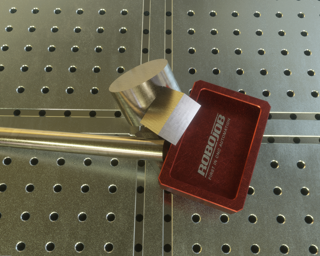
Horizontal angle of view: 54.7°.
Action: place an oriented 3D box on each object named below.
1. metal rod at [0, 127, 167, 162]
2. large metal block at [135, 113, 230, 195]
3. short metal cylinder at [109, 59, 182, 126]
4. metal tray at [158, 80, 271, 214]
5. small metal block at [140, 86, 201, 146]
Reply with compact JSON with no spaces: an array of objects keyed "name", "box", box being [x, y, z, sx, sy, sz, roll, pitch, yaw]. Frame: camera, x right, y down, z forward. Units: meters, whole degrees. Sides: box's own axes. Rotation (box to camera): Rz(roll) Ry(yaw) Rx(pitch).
[{"name":"metal rod","box":[-0.141,0.015,0.373,0.301,0.025,0.025,4,70,13]},{"name":"large metal block","box":[0.026,0.024,0.388,0.080,0.050,0.080,-34,74,-12]},{"name":"short metal cylinder","box":[-0.017,-0.046,0.393,0.080,0.080,0.050,-33,116,-12]},{"name":"metal tray","box":[0.062,0.019,0.347,0.090,0.030,0.130,19,71,7]},{"name":"small metal block","box":[0.010,-0.015,0.340,0.025,0.050,0.050,33,90,-30]}]
